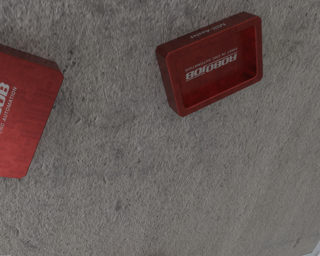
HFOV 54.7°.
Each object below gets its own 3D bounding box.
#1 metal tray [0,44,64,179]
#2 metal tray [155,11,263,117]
[{"bbox_3d":[-0.162,-0.015,0.306,0.091,0.030,0.129,15,111,-35],"label":"metal tray"},{"bbox_3d":[0.067,-0.080,0.390,0.131,0.030,0.090,-25,128,-13],"label":"metal tray"}]
